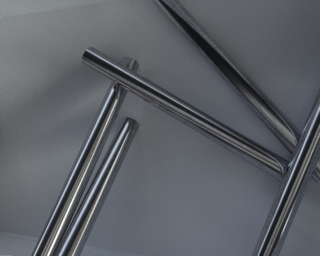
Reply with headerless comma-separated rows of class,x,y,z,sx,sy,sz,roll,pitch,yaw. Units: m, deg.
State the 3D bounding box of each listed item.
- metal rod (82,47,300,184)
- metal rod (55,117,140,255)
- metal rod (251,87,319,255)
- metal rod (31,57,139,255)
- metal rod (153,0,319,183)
metal rod,0.034,-0.016,0.376,0.301,0.025,0.025,31,100,9
metal rod,-0.091,0.115,0.358,0.025,0.025,0.300,12,61,19
metal rod,0.153,0.033,0.328,0.025,0.025,0.298,22,95,18
metal rod,-0.092,0.042,0.381,0.025,0.025,0.300,15,71,19
metal rod,0.093,-0.060,0.377,0.025,0.025,0.300,-42,77,15
